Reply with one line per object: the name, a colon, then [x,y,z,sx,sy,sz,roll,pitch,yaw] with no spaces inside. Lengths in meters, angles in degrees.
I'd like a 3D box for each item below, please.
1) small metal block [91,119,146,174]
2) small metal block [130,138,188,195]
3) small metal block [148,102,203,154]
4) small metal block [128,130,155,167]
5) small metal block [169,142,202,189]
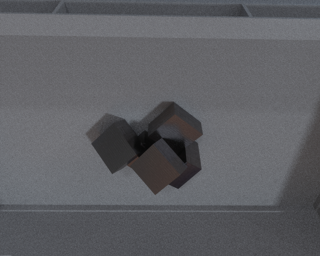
small metal block: [-0.055,0.025,0.411,0.050,0.025,0.050,-40,82,28]
small metal block: [-0.002,0.050,0.401,0.050,0.025,0.050,49,121,5]
small metal block: [0.020,0.002,0.409,0.050,0.025,0.050,35,122,-26]
small metal block: [-0.019,0.038,0.439,0.050,0.025,0.050,35,122,-26]
small metal block: [0.030,0.048,0.432,0.025,0.050,0.050,29,124,-22]
